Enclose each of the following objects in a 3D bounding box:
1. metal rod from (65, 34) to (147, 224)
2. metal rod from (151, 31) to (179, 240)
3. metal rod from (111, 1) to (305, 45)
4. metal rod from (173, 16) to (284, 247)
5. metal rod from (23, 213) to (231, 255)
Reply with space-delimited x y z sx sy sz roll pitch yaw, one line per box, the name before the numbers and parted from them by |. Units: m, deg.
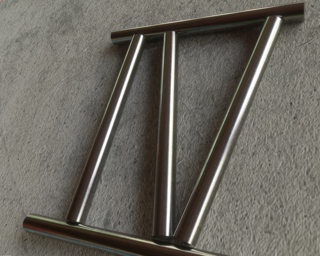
metal rod | -0.070 -0.015 0.448 0.025 0.025 0.300 1 62 28
metal rod | 0.010 -0.012 0.405 0.025 0.025 0.299 -11 57 22
metal rod | 0.054 -0.154 0.470 0.300 0.025 0.025 1 62 28
metal rod | 0.088 -0.011 0.364 0.025 0.025 0.300 14 69 33
metal rod | -0.040 0.130 0.344 0.300 0.025 0.025 1 62 28
